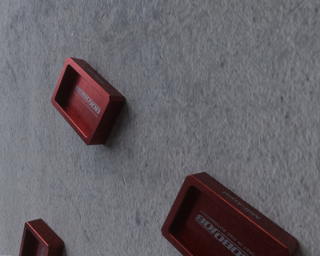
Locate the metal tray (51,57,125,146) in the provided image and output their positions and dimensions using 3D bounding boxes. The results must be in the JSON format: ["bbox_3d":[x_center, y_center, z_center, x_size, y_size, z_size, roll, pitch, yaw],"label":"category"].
[{"bbox_3d":[-0.120,-0.044,0.497,0.130,0.030,0.089,42,115,31],"label":"metal tray"}]

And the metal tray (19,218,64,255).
[{"bbox_3d":[-0.231,0.252,0.588,0.090,0.030,0.129,25,106,37],"label":"metal tray"}]

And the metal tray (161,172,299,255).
[{"bbox_3d":[0.069,0.121,0.343,0.130,0.030,0.089,35,111,34],"label":"metal tray"}]
